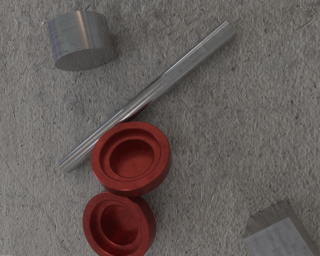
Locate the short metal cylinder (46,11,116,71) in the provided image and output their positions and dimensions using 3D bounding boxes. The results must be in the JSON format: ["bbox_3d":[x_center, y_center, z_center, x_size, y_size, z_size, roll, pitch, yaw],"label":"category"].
[{"bbox_3d":[-0.105,-0.114,0.417,0.080,0.080,0.050,-16,85,19],"label":"short metal cylinder"}]

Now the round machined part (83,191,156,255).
[{"bbox_3d":[-0.050,0.126,0.413,0.098,0.042,0.097,3,98,21],"label":"round machined part"}]

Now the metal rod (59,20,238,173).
[{"bbox_3d":[-0.026,-0.033,0.418,0.300,0.025,0.025,-38,78,15],"label":"metal rod"}]

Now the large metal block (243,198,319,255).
[{"bbox_3d":[0.136,0.131,0.332,0.050,0.080,0.080,-34,79,17],"label":"large metal block"}]

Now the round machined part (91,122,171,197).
[{"bbox_3d":[-0.034,0.043,0.395,0.099,0.042,0.098,-4,54,6],"label":"round machined part"}]
